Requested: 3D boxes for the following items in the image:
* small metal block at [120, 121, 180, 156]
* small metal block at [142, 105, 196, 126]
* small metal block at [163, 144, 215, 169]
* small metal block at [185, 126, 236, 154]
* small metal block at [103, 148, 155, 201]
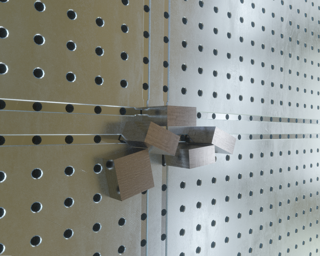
[{"bbox_3d":[-0.012,0.013,0.384,0.050,0.050,0.025,28,73,-37],"label":"small metal block"},{"bbox_3d":[0.012,-0.015,0.405,0.050,0.050,0.025,0,90,-40],"label":"small metal block"},{"bbox_3d":[0.040,0.038,0.429,0.050,0.050,0.025,-6,95,-40],"label":"small metal block"},{"bbox_3d":[0.075,0.018,0.459,0.050,0.050,0.025,26,73,-37],"label":"small metal block"},{"bbox_3d":[-0.038,0.055,0.380,0.050,0.025,0.050,-16,101,-39],"label":"small metal block"}]
